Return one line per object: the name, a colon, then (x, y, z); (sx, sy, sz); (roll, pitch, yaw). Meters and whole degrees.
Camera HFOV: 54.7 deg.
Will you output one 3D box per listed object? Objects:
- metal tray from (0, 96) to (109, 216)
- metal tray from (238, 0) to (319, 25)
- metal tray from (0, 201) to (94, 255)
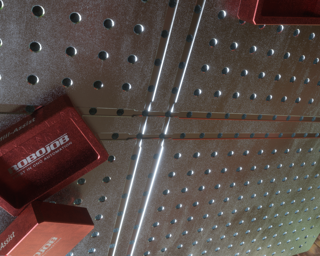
metal tray: (-0.137, 0.034, 0.354); (0.131, 0.030, 0.090); (-33, 129, -7)
metal tray: (0.168, -0.179, 0.391); (0.131, 0.030, 0.089); (-8, 122, -25)
metal tray: (-0.160, 0.151, 0.393); (0.130, 0.030, 0.090); (-45, 144, 10)
